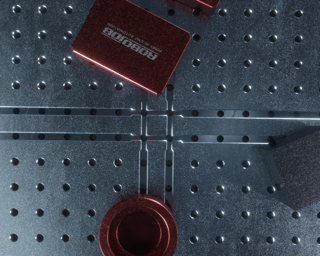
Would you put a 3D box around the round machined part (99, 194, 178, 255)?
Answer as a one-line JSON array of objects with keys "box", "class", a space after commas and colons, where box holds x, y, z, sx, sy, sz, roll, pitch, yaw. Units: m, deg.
[{"box": [-0.027, 0.134, 0.405, 0.099, 0.042, 0.097, 0, 90, 0], "class": "round machined part"}]

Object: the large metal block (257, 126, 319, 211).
[{"box": [0.187, 0.049, 0.402, 0.080, 0.050, 0.080, -23, 90, 0], "class": "large metal block"}]

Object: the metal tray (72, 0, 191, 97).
[{"box": [-0.036, -0.110, 0.410, 0.130, 0.030, 0.090, 27, 90, 0], "class": "metal tray"}]

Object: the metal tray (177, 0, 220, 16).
[{"box": [0.059, -0.229, 0.410, 0.090, 0.030, 0.129, 26, 90, 0], "class": "metal tray"}]
